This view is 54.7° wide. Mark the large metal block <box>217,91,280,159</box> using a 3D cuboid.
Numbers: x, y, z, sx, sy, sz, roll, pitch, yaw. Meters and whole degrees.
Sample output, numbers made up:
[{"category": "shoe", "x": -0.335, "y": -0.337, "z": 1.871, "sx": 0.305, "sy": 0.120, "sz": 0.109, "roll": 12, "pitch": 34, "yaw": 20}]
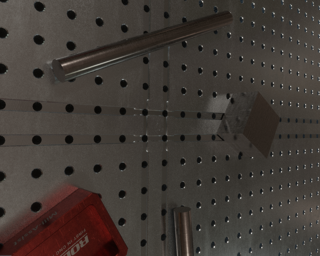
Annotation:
[{"category": "large metal block", "x": 0.151, "y": -0.004, "z": 0.523, "sx": 0.080, "sy": 0.050, "sz": 0.080, "roll": 39, "pitch": 66, "yaw": -33}]

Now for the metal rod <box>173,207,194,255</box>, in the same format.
[{"category": "metal rod", "x": 0.042, "y": 0.263, "z": 0.447, "sx": 0.025, "sy": 0.025, "sz": 0.298, "roll": -7, "pitch": 95, "yaw": -40}]

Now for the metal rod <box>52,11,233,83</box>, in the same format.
[{"category": "metal rod", "x": 0.001, "y": -0.118, "z": 0.411, "sx": 0.302, "sy": 0.025, "sz": 0.025, "roll": -29, "pitch": 109, "yaw": -36}]

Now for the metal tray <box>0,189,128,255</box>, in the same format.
[{"category": "metal tray", "x": -0.105, "y": 0.137, "z": 0.319, "sx": 0.131, "sy": 0.030, "sz": 0.090, "roll": -37, "pitch": 113, "yaw": -34}]
